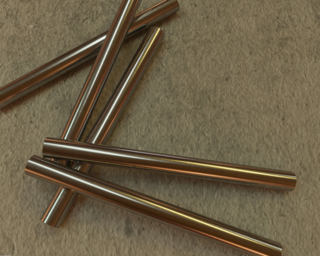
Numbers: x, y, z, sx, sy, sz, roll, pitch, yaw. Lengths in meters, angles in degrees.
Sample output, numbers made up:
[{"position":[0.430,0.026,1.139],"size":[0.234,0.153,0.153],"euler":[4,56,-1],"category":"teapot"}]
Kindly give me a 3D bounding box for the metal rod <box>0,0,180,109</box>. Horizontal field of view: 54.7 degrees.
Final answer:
[{"position":[-0.102,-0.113,0.448],"size":[0.301,0.025,0.025],"euler":[-33,74,-12],"category":"metal rod"}]

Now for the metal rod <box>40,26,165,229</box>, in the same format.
[{"position":[-0.067,-0.014,0.412],"size":[0.025,0.025,0.300],"euler":[24,71,8],"category":"metal rod"}]

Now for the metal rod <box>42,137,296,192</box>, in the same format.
[{"position":[0.015,0.045,0.376],"size":[0.302,0.025,0.025],"euler":[8,70,-4],"category":"metal rod"}]

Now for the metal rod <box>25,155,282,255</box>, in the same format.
[{"position":[-0.007,0.093,0.357],"size":[0.301,0.025,0.025],"euler":[20,71,0],"category":"metal rod"}]

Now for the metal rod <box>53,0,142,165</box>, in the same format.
[{"position":[-0.080,-0.077,0.417],"size":[0.025,0.025,0.299],"euler":[20,78,6],"category":"metal rod"}]
